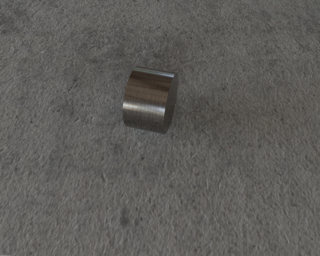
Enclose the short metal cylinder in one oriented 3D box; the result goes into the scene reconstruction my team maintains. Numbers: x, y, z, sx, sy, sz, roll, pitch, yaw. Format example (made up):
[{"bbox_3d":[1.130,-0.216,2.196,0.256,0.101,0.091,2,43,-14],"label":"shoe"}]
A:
[{"bbox_3d":[-0.010,-0.036,0.397,0.050,0.080,0.080,12,51,9],"label":"short metal cylinder"}]
